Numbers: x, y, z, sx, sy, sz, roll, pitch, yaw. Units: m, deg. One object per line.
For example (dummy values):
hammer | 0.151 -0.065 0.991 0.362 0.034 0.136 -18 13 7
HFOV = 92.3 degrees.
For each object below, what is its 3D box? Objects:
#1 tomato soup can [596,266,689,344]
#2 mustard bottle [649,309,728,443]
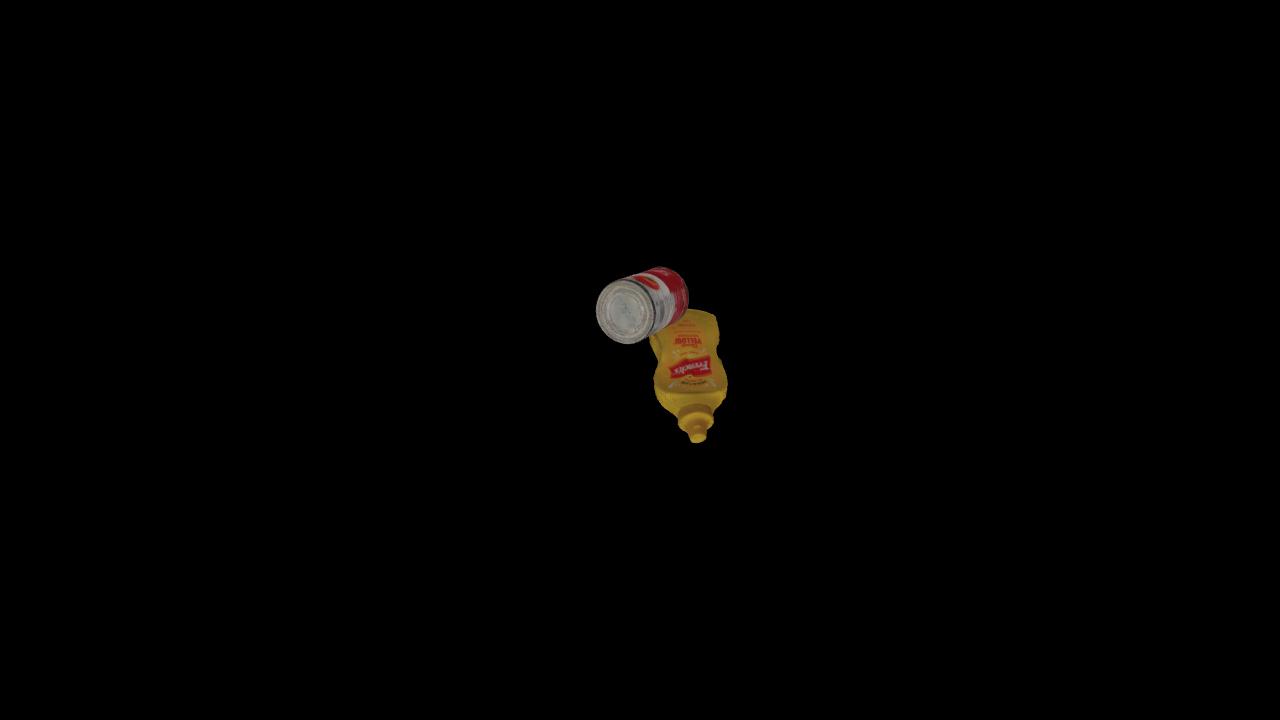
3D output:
tomato soup can | 0.004 -0.059 0.653 0.068 0.068 0.101 0 15 25
mustard bottle | 0.061 0.020 0.751 0.092 0.184 0.054 2 -39 -7
